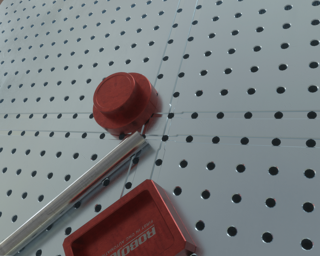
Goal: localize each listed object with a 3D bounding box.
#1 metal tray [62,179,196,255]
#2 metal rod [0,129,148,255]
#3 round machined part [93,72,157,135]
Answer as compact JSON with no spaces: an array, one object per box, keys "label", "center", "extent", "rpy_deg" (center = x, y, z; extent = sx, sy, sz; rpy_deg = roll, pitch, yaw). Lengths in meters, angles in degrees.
[{"label":"metal tray","center":[-0.038,0.130,0.343],"extent":[0.130,0.030,0.090],"rpy_deg":[-36,51,3]},{"label":"metal rod","center":[-0.139,0.107,0.413],"extent":[0.300,0.025,0.025],"rpy_deg":[-40,51,0]},{"label":"round machined part","center":[-0.057,-0.042,0.452],"extent":[0.098,0.042,0.098],"rpy_deg":[-13,56,20]}]
